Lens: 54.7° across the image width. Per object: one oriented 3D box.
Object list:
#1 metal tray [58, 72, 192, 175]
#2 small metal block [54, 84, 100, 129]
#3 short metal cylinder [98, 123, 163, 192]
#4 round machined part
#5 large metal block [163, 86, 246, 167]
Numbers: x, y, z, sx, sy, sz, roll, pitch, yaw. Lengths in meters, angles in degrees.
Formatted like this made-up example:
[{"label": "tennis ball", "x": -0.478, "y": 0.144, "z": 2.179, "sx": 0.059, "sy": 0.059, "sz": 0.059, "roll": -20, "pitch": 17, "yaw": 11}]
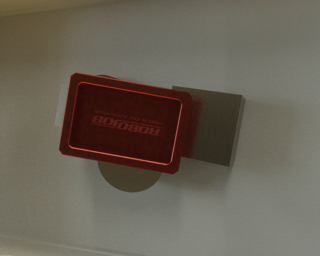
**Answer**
[{"label": "metal tray", "x": -0.037, "y": -0.006, "z": 0.343, "sx": 0.131, "sy": 0.030, "sz": 0.089, "roll": 10, "pitch": 94, "yaw": 0}, {"label": "small metal block", "x": -0.100, "y": -0.025, "z": 0.385, "sx": 0.025, "sy": 0.050, "sz": 0.050, "roll": 13, "pitch": 95, "yaw": 19}, {"label": "short metal cylinder", "x": -0.032, "y": 0.034, "z": 0.394, "sx": 0.080, "sy": 0.050, "sz": 0.079, "roll": 2, "pitch": 103, "yaw": 7}, {"label": "round machined part", "x": -0.084, "y": -0.025, "z": 0.428, "sx": 0.098, "sy": 0.042, "sz": 0.097, "roll": 0, "pitch": 90, "yaw": 19}, {"label": "large metal block", "x": 0.054, "y": -0.004, "z": 0.375, "sx": 0.080, "sy": 0.050, "sz": 0.079, "roll": 11, "pitch": 94, "yaw": 19}]
